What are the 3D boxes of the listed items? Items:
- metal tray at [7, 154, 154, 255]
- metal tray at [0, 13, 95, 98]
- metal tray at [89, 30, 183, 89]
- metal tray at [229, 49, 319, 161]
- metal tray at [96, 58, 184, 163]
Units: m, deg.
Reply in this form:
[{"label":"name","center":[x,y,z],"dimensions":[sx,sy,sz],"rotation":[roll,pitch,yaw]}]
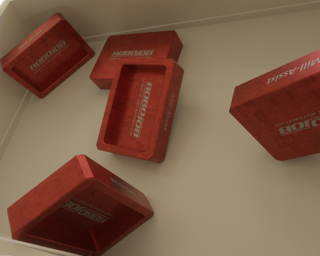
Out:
[{"label":"metal tray","center":[-0.074,0.088,0.322],"dimensions":[0.090,0.130,0.030],"rotation":[-38,51,3]},{"label":"metal tray","center":[-0.192,-0.122,0.536],"dimensions":[0.130,0.090,0.030],"rotation":[-40,51,1]},{"label":"metal tray","center":[-0.038,-0.105,0.485],"dimensions":[0.130,0.030,0.090],"rotation":[5,64,30]},{"label":"metal tray","center":[0.140,-0.020,0.270],"dimensions":[0.130,0.090,0.030],"rotation":[-23,35,44]},{"label":"metal tray","center":[-0.027,-0.026,0.408],"dimensions":[0.090,0.030,0.129],"rotation":[9,81,31]}]
